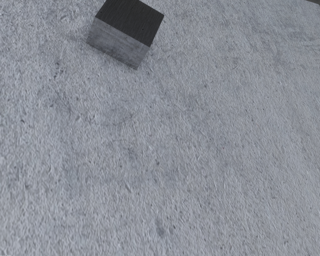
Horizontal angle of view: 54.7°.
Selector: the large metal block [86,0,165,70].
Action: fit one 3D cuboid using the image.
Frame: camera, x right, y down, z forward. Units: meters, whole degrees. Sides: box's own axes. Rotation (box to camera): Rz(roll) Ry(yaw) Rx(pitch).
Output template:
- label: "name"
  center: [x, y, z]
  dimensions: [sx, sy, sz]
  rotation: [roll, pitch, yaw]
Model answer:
- label: "large metal block"
  center: [-0.049, -0.144, 0.449]
  dimensions: [0.080, 0.050, 0.080]
  rotation: [27, 52, -11]
